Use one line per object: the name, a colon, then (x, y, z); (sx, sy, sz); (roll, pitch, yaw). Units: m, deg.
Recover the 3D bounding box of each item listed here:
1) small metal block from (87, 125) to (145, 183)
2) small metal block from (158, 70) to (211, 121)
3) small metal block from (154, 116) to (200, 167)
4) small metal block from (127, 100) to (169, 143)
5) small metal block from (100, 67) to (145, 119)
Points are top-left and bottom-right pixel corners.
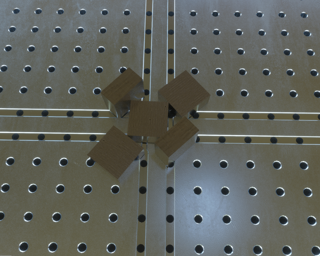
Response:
small metal block: (-0.056, 0.034, 0.399); (0.050, 0.025, 0.050); (36, 73, 12)
small metal block: (0.033, -0.043, 0.428); (0.050, 0.025, 0.050); (-38, 75, -12)
small metal block: (0.020, 0.018, 0.392); (0.050, 0.050, 0.025); (-40, 75, -13)
small metal block: (-0.015, -0.008, 0.414); (0.050, 0.025, 0.050); (3, 69, 2)
small metal block: (-0.048, -0.045, 0.414); (0.025, 0.050, 0.050); (42, 76, 13)
